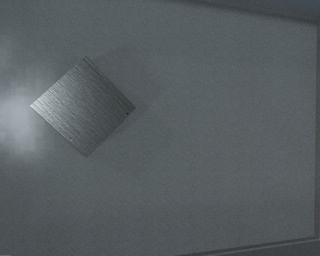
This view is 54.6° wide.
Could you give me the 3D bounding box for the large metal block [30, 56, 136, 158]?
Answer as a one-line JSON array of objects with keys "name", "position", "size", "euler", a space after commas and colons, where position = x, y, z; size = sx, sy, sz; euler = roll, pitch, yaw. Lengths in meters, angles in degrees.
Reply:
[{"name": "large metal block", "position": [-0.090, -0.023, 0.364], "size": [0.080, 0.050, 0.080], "euler": [47, 76, -14]}]
